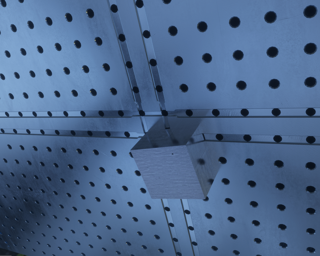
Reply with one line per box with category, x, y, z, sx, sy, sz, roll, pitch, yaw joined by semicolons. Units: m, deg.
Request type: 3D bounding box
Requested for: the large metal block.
large metal block;0.019;0.047;0.413;0.080;0.050;0.080;-8;115;31
